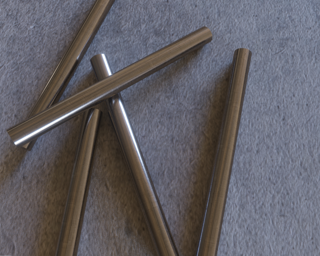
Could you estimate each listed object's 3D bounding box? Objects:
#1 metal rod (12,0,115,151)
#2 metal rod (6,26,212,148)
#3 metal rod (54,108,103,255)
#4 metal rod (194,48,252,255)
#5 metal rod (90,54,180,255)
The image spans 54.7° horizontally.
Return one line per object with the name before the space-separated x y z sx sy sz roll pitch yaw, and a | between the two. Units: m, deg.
metal rod | -0.123 -0.106 0.445 0.025 0.025 0.300 21 71 7
metal rod | -0.049 -0.063 0.406 0.302 0.025 0.025 -33 73 -21
metal rod | -0.105 0.118 0.363 0.025 0.025 0.299 6 70 2
metal rod | 0.084 0.028 0.398 0.025 0.025 0.299 13 70 4
metal rod | -0.035 0.034 0.395 0.025 0.025 0.299 -19 71 -7
